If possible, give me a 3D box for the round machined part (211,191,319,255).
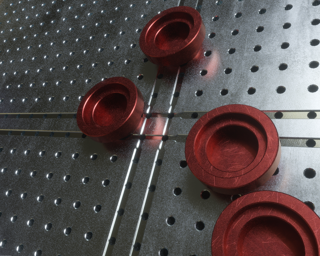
[{"bbox_3d":[0.099,0.110,0.278,0.098,0.042,0.098,-13,56,20],"label":"round machined part"}]

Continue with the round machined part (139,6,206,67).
[{"bbox_3d":[0.022,-0.132,0.466,0.098,0.042,0.098,-13,56,20],"label":"round machined part"}]

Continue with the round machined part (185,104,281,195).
[{"bbox_3d":[0.080,0.026,0.339,0.098,0.042,0.098,-13,56,20],"label":"round machined part"}]

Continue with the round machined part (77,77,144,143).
[{"bbox_3d":[-0.066,-0.022,0.444,0.098,0.042,0.098,-13,56,20],"label":"round machined part"}]
